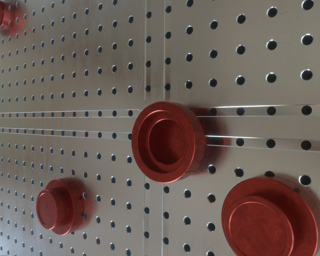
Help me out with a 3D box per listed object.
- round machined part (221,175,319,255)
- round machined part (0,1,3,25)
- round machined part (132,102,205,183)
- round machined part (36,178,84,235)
[{"bbox_3d":[0.105,0.099,0.311,0.098,0.042,0.097,0,90,39],"label":"round machined part"},{"bbox_3d":[-0.405,-0.273,0.727,0.098,0.042,0.097,0,90,39],"label":"round machined part"},{"bbox_3d":[0.014,0.017,0.385,0.098,0.042,0.097,0,90,39],"label":"round machined part"},{"bbox_3d":[-0.181,0.139,0.544,0.098,0.042,0.097,0,90,39],"label":"round machined part"}]
